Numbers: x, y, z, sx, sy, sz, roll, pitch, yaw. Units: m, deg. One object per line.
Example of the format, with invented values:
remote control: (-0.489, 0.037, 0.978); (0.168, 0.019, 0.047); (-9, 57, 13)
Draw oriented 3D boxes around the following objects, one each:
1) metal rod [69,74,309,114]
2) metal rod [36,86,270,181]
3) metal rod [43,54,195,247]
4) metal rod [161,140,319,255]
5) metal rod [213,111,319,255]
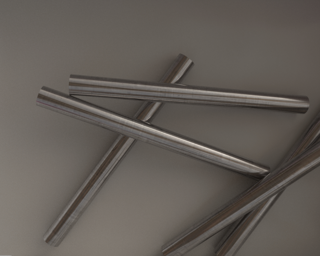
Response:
metal rod: (0.043, -0.041, 0.391); (0.302, 0.025, 0.025); (4, 90, -9)
metal rod: (-0.001, 0.012, 0.389); (0.302, 0.025, 0.025); (19, 90, -9)
metal rod: (-0.054, 0.029, 0.410); (0.025, 0.025, 0.299); (37, 90, 0)
metal rod: (0.129, 0.080, 0.391); (0.300, 0.025, 0.025); (-36, 90, 8)
metal rod: (0.173, 0.052, 0.412); (0.025, 0.025, 0.300); (38, 90, 0)
